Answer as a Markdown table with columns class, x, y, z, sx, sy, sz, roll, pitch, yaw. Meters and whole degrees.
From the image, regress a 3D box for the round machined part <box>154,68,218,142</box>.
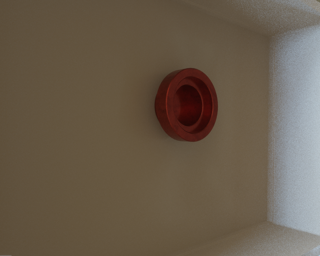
| class | x | y | z | sx | sy | sz | roll | pitch | yaw |
| --- | --- | --- | --- | --- | --- | --- | --- | --- | --- |
| round machined part | 0.032 | -0.031 | 0.424 | 0.099 | 0.042 | 0.097 | 0 | 90 | -40 |
